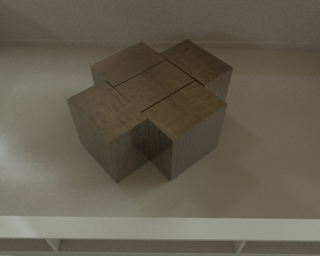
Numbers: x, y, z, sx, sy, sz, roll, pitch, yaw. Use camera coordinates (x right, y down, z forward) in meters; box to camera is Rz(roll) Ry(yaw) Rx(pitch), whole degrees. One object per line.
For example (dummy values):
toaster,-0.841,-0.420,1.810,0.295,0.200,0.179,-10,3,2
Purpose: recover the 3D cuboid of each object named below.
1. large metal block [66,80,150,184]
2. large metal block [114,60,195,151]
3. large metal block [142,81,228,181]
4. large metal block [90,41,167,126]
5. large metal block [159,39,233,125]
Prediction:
large metal block,-0.058,0.004,0.364,0.050,0.080,0.080,-34,58,-25
large metal block,-0.006,-0.026,0.390,0.080,0.080,0.050,-33,58,-25
large metal block,0.027,0.004,0.366,0.080,0.080,0.050,-33,58,-25
large metal block,-0.039,-0.056,0.414,0.080,0.080,0.050,-33,58,-25
large metal block,0.044,-0.059,0.419,0.050,0.080,0.080,-34,58,-25
